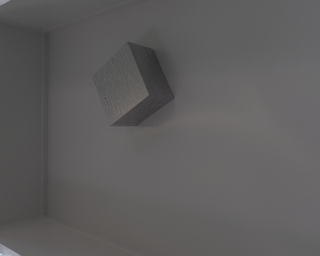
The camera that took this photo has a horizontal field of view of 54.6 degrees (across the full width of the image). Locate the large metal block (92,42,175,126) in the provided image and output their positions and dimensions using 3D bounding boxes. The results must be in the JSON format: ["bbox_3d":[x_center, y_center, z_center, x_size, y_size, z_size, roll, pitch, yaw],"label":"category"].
[{"bbox_3d":[-0.038,-0.056,0.423,0.080,0.050,0.080,-35,69,35],"label":"large metal block"}]
